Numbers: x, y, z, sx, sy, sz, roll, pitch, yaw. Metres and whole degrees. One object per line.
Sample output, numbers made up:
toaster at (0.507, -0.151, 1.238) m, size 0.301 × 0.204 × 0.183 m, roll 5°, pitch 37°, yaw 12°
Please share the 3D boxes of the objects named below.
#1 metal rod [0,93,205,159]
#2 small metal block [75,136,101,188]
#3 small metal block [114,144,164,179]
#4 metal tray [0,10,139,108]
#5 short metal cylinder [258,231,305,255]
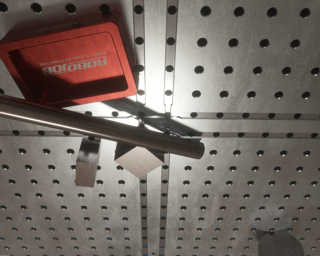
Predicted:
metal rod at (-0.077, -0.001, 0.379) m, size 0.302 × 0.025 × 0.025 m, roll 14°, pitch 129°, yaw -24°
small metal block at (-0.100, 0.047, 0.434) m, size 0.025 × 0.050 × 0.050 m, roll 8°, pitch 130°, yaw -7°
small metal block at (-0.029, 0.040, 0.446) m, size 0.050 × 0.025 × 0.050 m, roll -33°, pitch 123°, yaw 24°
metal tray at (-0.097, -0.070, 0.346) m, size 0.131 × 0.030 × 0.090 m, roll -9°, pitch 130°, yaw 7°
short metal cylinder at (0.229, 0.246, 0.589) m, size 0.080 × 0.080 × 0.050 m, roll -9°, pitch 130°, yaw 7°
